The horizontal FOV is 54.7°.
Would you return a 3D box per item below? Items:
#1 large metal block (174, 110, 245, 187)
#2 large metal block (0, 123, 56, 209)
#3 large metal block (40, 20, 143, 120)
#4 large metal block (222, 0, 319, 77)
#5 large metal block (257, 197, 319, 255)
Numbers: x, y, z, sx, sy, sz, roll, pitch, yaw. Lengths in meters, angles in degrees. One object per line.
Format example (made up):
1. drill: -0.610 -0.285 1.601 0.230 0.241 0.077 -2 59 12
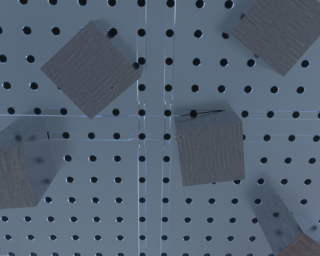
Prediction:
1. large metal block: 0.064 0.026 0.411 0.080 0.050 0.079 -7 110 2
2. large metal block: -0.179 0.046 0.399 0.050 0.080 0.079 -4 110 1
3. large metal block: -0.078 -0.071 0.373 0.080 0.050 0.080 -39 106 12
4. large metal block: 0.133 -0.119 0.358 0.080 0.050 0.080 34 106 -12
5. large metal block: 0.198 0.160 0.446 0.080 0.080 0.050 36 106 -13
